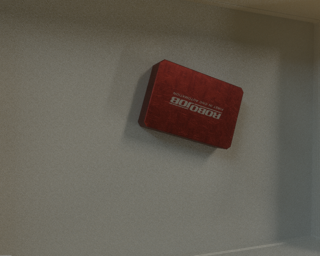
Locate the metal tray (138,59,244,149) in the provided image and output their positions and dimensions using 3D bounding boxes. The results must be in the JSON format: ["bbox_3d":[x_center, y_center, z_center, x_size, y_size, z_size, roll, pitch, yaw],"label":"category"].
[{"bbox_3d":[0.044,-0.029,0.426,0.131,0.030,0.090,16,85,-20],"label":"metal tray"}]
